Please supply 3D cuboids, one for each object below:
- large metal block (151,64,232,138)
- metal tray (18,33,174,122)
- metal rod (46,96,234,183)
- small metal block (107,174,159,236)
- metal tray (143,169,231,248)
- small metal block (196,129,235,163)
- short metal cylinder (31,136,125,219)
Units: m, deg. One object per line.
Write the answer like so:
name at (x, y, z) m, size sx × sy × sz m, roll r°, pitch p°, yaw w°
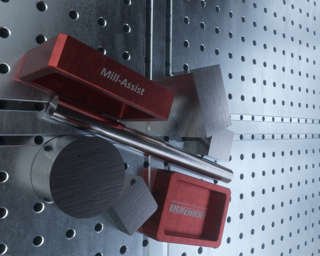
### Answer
large metal block at (0.040, -0.034, 0.408) m, size 0.050 × 0.080 × 0.080 m, roll -24°, pitch 105°, yaw -38°
metal tray at (-0.062, -0.042, 0.313) m, size 0.131 × 0.090 × 0.030 m, roll 23°, pitch 76°, yaw -38°
metal rod at (-0.001, 0.028, 0.408) m, size 0.302 × 0.025 × 0.025 m, roll 24°, pitch 75°, yaw -37°
small metal block at (-0.036, 0.093, 0.380) m, size 0.050 × 0.025 × 0.050 m, roll -40°, pitch 114°, yaw -33°
metal tray at (0.044, 0.117, 0.442) m, size 0.131 × 0.030 × 0.090 m, roll 23°, pitch 76°, yaw -38°
small metal block at (0.086, 0.024, 0.481) m, size 0.050 × 0.025 × 0.050 m, roll 22°, pitch 76°, yaw -38°
short metal cylinder at (-0.084, 0.048, 0.321) m, size 0.081 × 0.050 × 0.080 m, roll 0°, pitch 90°, yaw -40°
